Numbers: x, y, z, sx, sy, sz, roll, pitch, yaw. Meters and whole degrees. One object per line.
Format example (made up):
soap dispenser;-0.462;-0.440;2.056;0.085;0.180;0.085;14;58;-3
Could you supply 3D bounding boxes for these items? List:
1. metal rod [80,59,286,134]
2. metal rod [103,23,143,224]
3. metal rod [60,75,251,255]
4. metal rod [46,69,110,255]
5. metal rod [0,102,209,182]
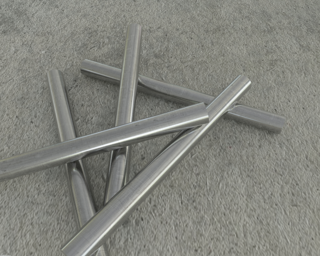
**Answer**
metal rod;0.022;-0.049;0.444;0.301;0.025;0.025;18;52;14
metal rod;-0.044;-0.028;0.403;0.025;0.025;0.300;2;57;1
metal rod;0.017;0.027;0.347;0.025;0.025;0.301;33;57;24
metal rod;-0.107;0.030;0.376;0.025;0.025;0.300;-16;52;-13
metal rod;-0.094;0.024;0.345;0.302;0.025;0.025;-16;51;-1
